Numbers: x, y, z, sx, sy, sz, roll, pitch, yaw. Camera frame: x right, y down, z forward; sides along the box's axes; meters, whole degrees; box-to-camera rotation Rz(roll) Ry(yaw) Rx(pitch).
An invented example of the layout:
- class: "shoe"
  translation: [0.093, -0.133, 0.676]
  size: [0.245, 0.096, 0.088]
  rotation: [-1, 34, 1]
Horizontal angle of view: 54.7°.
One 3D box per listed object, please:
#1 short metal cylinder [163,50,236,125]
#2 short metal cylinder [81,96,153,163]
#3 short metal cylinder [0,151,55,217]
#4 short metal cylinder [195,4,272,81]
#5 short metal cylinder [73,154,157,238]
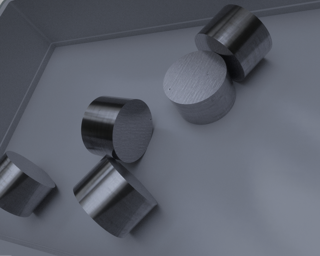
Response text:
- class: "short metal cylinder"
  translation: [0.051, -0.051, 0.393]
  size: [0.080, 0.050, 0.080]
  rotation: [-13, 56, 20]
- class: "short metal cylinder"
  translation: [-0.053, 0.000, 0.396]
  size: [0.050, 0.080, 0.080]
  rotation: [9, 66, 32]
- class: "short metal cylinder"
  translation: [-0.193, 0.076, 0.423]
  size: [0.080, 0.080, 0.050]
  rotation: [34, 81, 38]
- class: "short metal cylinder"
  translation: [0.090, -0.105, 0.387]
  size: [0.050, 0.080, 0.080]
  rotation: [-47, 52, -5]
- class: "short metal cylinder"
  translation: [-0.050, 0.075, 0.349]
  size: [0.050, 0.080, 0.080]
  rotation: [-46, 51, -3]
